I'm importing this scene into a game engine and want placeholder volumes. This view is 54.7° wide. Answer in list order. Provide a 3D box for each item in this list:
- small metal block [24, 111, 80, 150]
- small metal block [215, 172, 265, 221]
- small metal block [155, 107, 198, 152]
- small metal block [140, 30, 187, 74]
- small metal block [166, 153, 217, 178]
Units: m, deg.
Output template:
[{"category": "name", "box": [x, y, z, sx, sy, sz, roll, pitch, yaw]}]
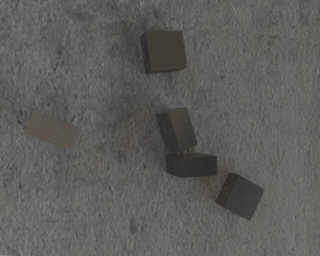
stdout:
[{"category": "small metal block", "box": [-0.122, 0.003, 0.351, 0.050, 0.050, 0.025, 23, 83, -19]}, {"category": "small metal block", "box": [0.117, 0.100, 0.454, 0.050, 0.025, 0.050, 32, 80, -18]}, {"category": "small metal block", "box": [0.020, 0.001, 0.404, 0.025, 0.050, 0.050, -19, 97, -19]}, {"category": "small metal block", "box": [0.005, -0.101, 0.412, 0.050, 0.025, 0.050, -9, 93, -20]}, {"category": "small metal block", "box": [0.041, 0.049, 0.412, 0.050, 0.050, 0.025, -1, 91, -20]}]
